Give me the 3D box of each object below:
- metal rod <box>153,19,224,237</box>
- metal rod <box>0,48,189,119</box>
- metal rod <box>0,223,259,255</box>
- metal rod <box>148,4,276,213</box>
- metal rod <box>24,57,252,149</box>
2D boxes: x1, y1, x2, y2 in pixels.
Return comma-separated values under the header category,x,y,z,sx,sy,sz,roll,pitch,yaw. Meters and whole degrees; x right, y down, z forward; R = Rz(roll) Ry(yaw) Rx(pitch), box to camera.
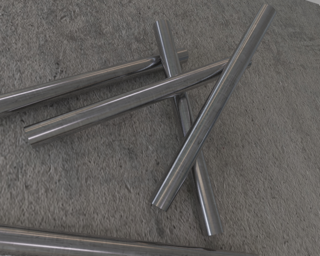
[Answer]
category,x,y,z,sx,sy,sz,roll,pitch,yaw
metal rod,0.032,-0.014,0.410,0.025,0.025,0.299,-2,68,-29
metal rod,-0.074,-0.065,0.403,0.302,0.025,0.025,-24,75,-37
metal rod,-0.025,0.126,0.313,0.302,0.025,0.025,15,56,-20
metal rod,0.072,-0.035,0.387,0.025,0.025,0.300,33,76,-7
metal rod,-0.009,-0.043,0.381,0.302,0.025,0.025,-22,74,-22
